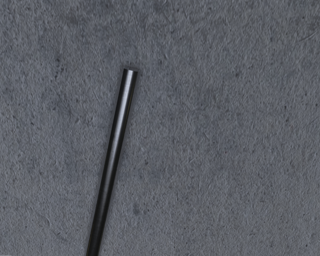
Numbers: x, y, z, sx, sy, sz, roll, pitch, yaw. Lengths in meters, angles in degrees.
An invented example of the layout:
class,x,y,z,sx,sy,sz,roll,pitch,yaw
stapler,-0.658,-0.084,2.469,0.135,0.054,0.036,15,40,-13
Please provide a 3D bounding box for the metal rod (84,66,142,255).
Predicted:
class,x,y,z,sx,sy,sz,roll,pitch,yaw
metal rod,-0.070,0.063,0.432,0.025,0.025,0.298,13,110,-5
